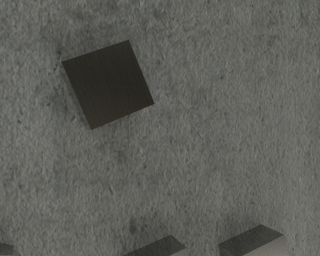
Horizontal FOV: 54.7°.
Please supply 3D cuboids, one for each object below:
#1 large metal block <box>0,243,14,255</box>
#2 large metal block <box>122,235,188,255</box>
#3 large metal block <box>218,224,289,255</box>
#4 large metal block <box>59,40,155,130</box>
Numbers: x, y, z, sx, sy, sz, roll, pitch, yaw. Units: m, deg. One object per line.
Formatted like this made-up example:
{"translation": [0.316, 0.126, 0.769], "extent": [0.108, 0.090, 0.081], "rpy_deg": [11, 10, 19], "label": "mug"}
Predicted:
{"translation": [-0.210, 0.161, 0.318], "extent": [0.080, 0.050, 0.080], "rpy_deg": [22, 83, -19], "label": "large metal block"}
{"translation": [-0.002, 0.197, 0.396], "extent": [0.081, 0.050, 0.080], "rpy_deg": [-17, 96, -20], "label": "large metal block"}
{"translation": [0.140, 0.199, 0.450], "extent": [0.081, 0.050, 0.080], "rpy_deg": [-16, 96, -20], "label": "large metal block"}
{"translation": [-0.065, -0.050, 0.372], "extent": [0.081, 0.050, 0.080], "rpy_deg": [-24, 99, -19], "label": "large metal block"}
